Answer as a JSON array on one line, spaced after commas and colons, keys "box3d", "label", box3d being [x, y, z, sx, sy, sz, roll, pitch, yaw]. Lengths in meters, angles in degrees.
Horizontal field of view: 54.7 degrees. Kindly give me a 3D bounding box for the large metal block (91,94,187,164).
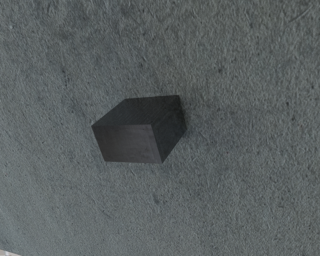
[{"box3d": [-0.022, 0.000, 0.383, 0.080, 0.080, 0.050, -1, 118, 28], "label": "large metal block"}]
